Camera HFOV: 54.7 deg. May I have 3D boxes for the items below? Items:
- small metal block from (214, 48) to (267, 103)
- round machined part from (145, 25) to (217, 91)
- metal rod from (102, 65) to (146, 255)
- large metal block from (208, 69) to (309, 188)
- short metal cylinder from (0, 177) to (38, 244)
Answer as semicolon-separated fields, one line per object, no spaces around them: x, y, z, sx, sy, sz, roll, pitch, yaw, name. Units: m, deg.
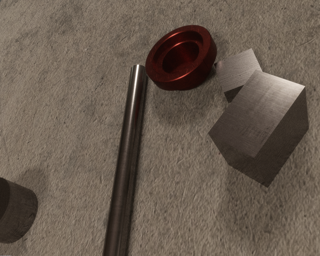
0.101;-0.066;0.391;0.050;0.025;0.050;-21;54;15;small metal block
0.032;-0.090;0.426;0.098;0.042;0.098;-18;51;24;round machined part
-0.043;0.041;0.399;0.025;0.025;0.299;-9;58;23;metal rod
0.103;0.003;0.312;0.050;0.080;0.080;31;79;37;large metal block
-0.220;0.115;0.430;0.080;0.050;0.080;-13;56;20;short metal cylinder
